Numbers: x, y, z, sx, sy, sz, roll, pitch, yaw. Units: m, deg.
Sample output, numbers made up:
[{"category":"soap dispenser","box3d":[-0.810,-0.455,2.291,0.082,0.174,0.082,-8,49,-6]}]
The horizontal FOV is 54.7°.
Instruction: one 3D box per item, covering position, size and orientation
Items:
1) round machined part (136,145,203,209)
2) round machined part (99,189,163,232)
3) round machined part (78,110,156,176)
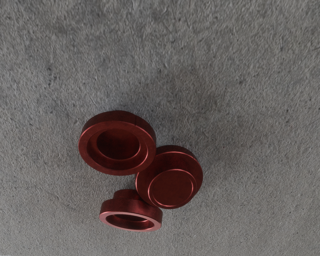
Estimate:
[{"category":"round machined part","box3d":[0.015,0.077,0.444,0.099,0.042,0.097,-4,116,-8]},{"category":"round machined part","box3d":[-0.044,0.130,0.495,0.099,0.042,0.098,5,146,4]},{"category":"round machined part","box3d":[-0.054,0.015,0.408,0.099,0.042,0.097,0,130,0]}]
